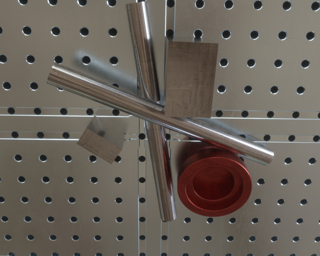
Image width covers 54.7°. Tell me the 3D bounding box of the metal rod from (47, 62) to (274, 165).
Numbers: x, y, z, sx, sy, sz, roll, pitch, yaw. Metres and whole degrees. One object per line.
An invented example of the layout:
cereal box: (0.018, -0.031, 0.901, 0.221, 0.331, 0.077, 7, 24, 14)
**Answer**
metal rod: (0.015, -0.010, 0.386, 0.302, 0.025, 0.025, 21, 109, -17)

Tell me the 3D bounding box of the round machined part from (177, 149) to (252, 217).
round machined part: (0.073, 0.071, 0.428, 0.099, 0.042, 0.097, 1, 116, 2)

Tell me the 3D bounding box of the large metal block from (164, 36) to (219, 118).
large metal block: (0.032, -0.063, 0.362, 0.050, 0.080, 0.079, 2, 110, -1)

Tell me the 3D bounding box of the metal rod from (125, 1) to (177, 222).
metal rod: (-0.007, -0.007, 0.410, 0.025, 0.025, 0.298, -8, 110, 2)

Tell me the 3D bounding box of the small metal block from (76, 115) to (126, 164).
small metal block: (-0.075, 0.014, 0.404, 0.050, 0.050, 0.025, 33, 107, -12)
